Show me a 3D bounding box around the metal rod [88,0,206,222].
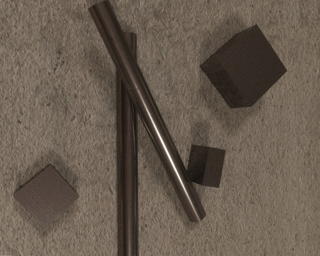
[{"bbox_3d":[-0.008,-0.007,0.386,0.025,0.025,0.299,-31,108,-18],"label":"metal rod"}]

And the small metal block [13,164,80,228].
[{"bbox_3d":[-0.132,0.077,0.361,0.050,0.025,0.050,-41,103,-16],"label":"small metal block"}]

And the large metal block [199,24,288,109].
[{"bbox_3d":[0.118,-0.085,0.441,0.080,0.050,0.080,-43,104,-15],"label":"large metal block"}]

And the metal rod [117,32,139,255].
[{"bbox_3d":[-0.041,0.031,0.394,0.025,0.025,0.298,-1,90,-20],"label":"metal rod"}]

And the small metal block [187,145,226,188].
[{"bbox_3d":[0.061,0.050,0.420,0.025,0.050,0.050,12,86,-20],"label":"small metal block"}]
